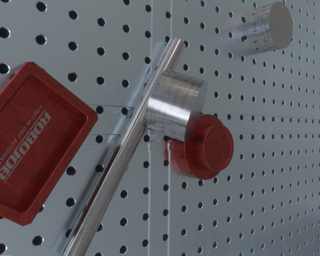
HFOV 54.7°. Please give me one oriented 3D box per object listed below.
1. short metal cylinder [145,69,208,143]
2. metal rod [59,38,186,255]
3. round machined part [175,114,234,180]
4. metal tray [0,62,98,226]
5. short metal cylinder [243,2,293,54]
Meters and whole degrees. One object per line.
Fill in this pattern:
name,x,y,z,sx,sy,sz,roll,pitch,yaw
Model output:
short metal cylinder,0.022,-0.027,0.385,0.080,0.050,0.080,19,91,-76
metal rod,-0.036,0.012,0.378,0.025,0.025,0.300,39,67,-34
round machined part,0.072,0.028,0.458,0.099,0.042,0.097,0,90,-40
metal tray,-0.130,0.014,0.296,0.090,0.030,0.130,43,64,-32
short metal cylinder,0.194,-0.178,0.555,0.081,0.050,0.080,0,90,-40
